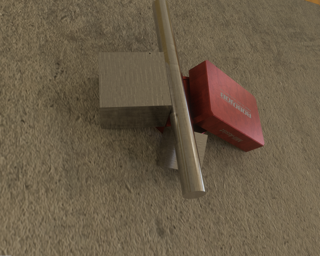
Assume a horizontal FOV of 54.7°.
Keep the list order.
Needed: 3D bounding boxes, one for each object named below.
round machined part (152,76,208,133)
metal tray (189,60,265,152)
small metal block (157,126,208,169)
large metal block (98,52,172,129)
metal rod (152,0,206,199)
[{"bbox_3d":[0.034,-0.033,0.432,0.099,0.042,0.098,14,56,-21],"label":"round machined part"},{"bbox_3d":[0.097,-0.028,0.442,0.131,0.030,0.090,26,51,-38],"label":"metal tray"},{"bbox_3d":[0.028,0.028,0.390,0.050,0.025,0.050,14,81,-20],"label":"small metal block"},{"bbox_3d":[-0.034,-0.047,0.386,0.081,0.050,0.080,-2,61,-9],"label":"large metal block"},{"bbox_3d":[0.018,-0.058,0.397,0.025,0.025,0.299,8,56,-24],"label":"metal rod"}]
